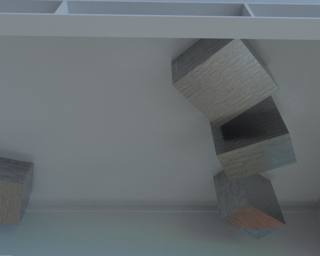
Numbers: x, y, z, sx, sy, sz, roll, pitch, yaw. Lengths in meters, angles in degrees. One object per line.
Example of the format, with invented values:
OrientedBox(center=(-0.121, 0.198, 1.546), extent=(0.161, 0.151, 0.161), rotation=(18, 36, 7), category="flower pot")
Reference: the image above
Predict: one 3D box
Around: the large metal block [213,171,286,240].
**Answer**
OrientedBox(center=(0.132, 0.108, 0.466), extent=(0.080, 0.080, 0.050), rotation=(31, 123, -24), category="large metal block")

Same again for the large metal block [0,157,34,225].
OrientedBox(center=(-0.239, 0.091, 0.457), extent=(0.081, 0.050, 0.079), rotation=(12, 117, -11), category="large metal block")

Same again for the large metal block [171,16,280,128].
OrientedBox(center=(0.070, -0.059, 0.343), extent=(0.080, 0.050, 0.080), rotation=(-35, 122, 26), category="large metal block")

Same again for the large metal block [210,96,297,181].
OrientedBox(center=(0.110, 0.009, 0.382), extent=(0.080, 0.080, 0.050), rotation=(-19, 128, 15), category="large metal block")
